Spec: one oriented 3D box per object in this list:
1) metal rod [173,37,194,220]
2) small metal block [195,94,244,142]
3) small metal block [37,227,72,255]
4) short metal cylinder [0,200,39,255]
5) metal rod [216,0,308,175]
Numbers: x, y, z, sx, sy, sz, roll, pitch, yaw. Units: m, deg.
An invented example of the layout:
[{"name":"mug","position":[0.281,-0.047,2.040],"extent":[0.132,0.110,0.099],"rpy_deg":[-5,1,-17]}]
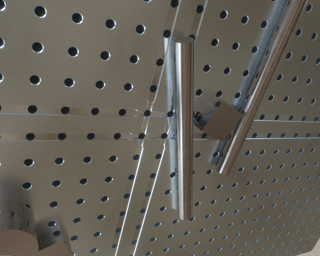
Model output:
[{"name":"metal rod","position":[0.035,0.022,0.443],"extent":[0.025,0.025,0.298],"rpy_deg":[-16,125,-19]},{"name":"small metal block","position":[0.084,-0.014,0.448],"extent":[0.050,0.025,0.050],"rpy_deg":[25,105,-37]},{"name":"small metal block","position":[-0.155,0.174,0.434],"extent":[0.050,0.025,0.050],"rpy_deg":[-21,127,-16]},{"name":"short metal cylinder","position":[-0.192,0.134,0.373],"extent":[0.081,0.050,0.079],"rpy_deg":[-14,124,-21]},{"name":"metal rod","position":[0.146,-0.060,0.452],"extent":[0.025,0.025,0.298],"rpy_deg":[4,117,-30]}]
